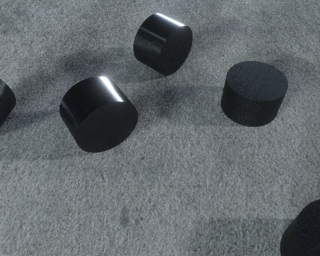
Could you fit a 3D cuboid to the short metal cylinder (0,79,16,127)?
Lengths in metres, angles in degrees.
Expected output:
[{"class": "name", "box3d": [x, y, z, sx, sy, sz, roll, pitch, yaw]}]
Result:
[{"class": "short metal cylinder", "box3d": [-0.234, -0.031, 0.391, 0.080, 0.080, 0.050, 9, 51, 7]}]

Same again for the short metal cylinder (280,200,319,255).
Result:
[{"class": "short metal cylinder", "box3d": [0.162, 0.115, 0.293, 0.081, 0.050, 0.080, 0, 50, 0]}]

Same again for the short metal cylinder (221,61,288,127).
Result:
[{"class": "short metal cylinder", "box3d": [0.128, -0.048, 0.429, 0.081, 0.050, 0.080, 0, 50, 0]}]

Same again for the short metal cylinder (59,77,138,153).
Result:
[{"class": "short metal cylinder", "box3d": [-0.074, -0.016, 0.380, 0.081, 0.080, 0.050, -26, 55, -21]}]

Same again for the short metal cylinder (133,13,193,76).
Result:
[{"class": "short metal cylinder", "box3d": [0.006, -0.127, 0.475, 0.050, 0.080, 0.080, 34, 58, 25]}]
